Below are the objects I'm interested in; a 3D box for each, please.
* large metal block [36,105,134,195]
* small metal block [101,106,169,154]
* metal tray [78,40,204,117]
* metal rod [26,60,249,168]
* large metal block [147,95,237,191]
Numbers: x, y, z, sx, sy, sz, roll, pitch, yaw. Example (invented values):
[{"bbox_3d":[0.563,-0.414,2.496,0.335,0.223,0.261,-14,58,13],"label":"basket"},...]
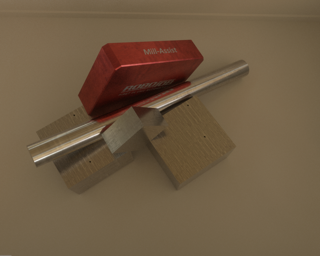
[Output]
[{"bbox_3d":[-0.090,0.023,0.383,0.080,0.050,0.080,-32,73,-11],"label":"large metal block"},{"bbox_3d":[-0.027,0.002,0.342,0.050,0.050,0.025,-40,71,25],"label":"small metal block"},{"bbox_3d":[-0.021,-0.060,0.367,0.131,0.090,0.030,-16,69,-40],"label":"metal tray"},{"bbox_3d":[-0.006,-0.028,0.379,0.302,0.025,0.025,-25,72,-25],"label":"metal rod"},{"bbox_3d":[0.034,0.019,0.388,0.080,0.050,0.080,-32,73,-11],"label":"large metal block"}]
